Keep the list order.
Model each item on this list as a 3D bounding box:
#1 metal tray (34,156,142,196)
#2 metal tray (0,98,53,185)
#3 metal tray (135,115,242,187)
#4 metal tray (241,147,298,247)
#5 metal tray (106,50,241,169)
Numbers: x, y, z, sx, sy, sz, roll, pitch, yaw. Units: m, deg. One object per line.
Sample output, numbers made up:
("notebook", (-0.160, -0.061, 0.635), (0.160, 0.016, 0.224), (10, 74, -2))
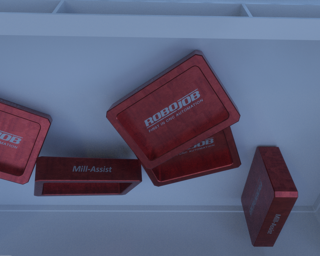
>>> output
("metal tray", (-0.100, 0.068, 0.422), (0.131, 0.030, 0.090), (4, 155, -21))
("metal tray", (-0.212, 0.007, 0.379), (0.131, 0.030, 0.090), (21, 94, -18))
("metal tray", (0.038, 0.031, 0.432), (0.130, 0.030, 0.090), (-16, 129, 12))
("metal tray", (0.155, 0.102, 0.455), (0.030, 0.090, 0.129), (1, 130, -1))
("metal tray", (0.015, -0.019, 0.365), (0.130, 0.030, 0.090), (-31, 106, 17))
